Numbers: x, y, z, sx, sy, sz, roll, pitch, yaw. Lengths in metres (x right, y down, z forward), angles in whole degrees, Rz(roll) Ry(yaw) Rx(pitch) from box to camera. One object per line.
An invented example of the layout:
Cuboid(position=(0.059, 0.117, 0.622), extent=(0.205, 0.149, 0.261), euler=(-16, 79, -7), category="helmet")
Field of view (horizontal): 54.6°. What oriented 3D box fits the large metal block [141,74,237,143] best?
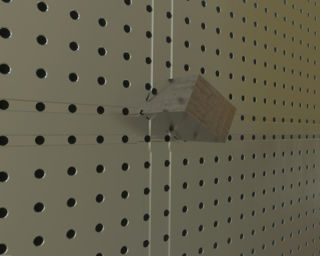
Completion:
Cuboid(position=(0.038, -0.022, 0.404), extent=(0.080, 0.080, 0.050), euler=(35, 69, -35), category="large metal block")
